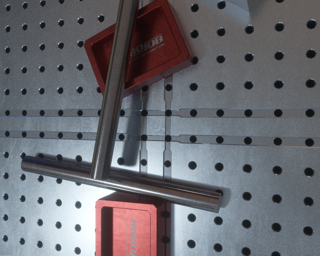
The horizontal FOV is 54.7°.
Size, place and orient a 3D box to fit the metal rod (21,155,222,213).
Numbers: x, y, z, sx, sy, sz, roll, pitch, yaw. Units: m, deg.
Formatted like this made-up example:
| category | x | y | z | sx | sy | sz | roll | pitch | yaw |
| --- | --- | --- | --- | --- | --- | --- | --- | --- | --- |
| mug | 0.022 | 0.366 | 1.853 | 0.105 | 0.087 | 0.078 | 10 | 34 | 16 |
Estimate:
| category | x | y | z | sx | sy | sz | roll | pitch | yaw |
| --- | --- | --- | --- | --- | --- | --- | --- | --- | --- |
| metal rod | -0.067 | 0.074 | 0.434 | 0.301 | 0.025 | 0.025 | 8 | 93 | 19 |

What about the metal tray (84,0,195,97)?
| category | x | y | z | sx | sy | sz | roll | pitch | yaw |
| --- | --- | --- | --- | --- | --- | --- | --- | --- | --- |
| metal tray | -0.030 | -0.103 | 0.419 | 0.130 | 0.030 | 0.090 | -24 | 82 | 18 |

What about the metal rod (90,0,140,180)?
| category | x | y | z | sx | sy | sz | roll | pitch | yaw |
| --- | --- | --- | --- | --- | --- | --- | --- | --- | --- |
| metal rod | -0.053 | -0.082 | 0.397 | 0.025 | 0.025 | 0.298 | 12 | 94 | 19 |

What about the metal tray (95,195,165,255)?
| category | x | y | z | sx | sy | sz | roll | pitch | yaw |
| --- | --- | --- | --- | --- | --- | --- | --- | --- | --- |
| metal tray | -0.041 | 0.161 | 0.423 | 0.090 | 0.030 | 0.129 | 0 | 90 | 19 |

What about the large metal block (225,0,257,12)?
| category | x | y | z | sx | sy | sz | roll | pitch | yaw |
| --- | --- | --- | --- | --- | --- | --- | --- | --- | --- |
| large metal block | 0.092 | -0.199 | 0.367 | 0.080 | 0.050 | 0.080 | 35 | 101 | 16 |
